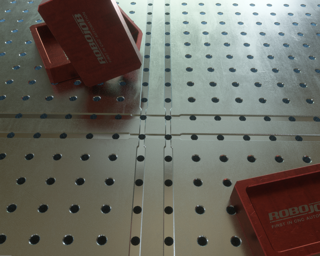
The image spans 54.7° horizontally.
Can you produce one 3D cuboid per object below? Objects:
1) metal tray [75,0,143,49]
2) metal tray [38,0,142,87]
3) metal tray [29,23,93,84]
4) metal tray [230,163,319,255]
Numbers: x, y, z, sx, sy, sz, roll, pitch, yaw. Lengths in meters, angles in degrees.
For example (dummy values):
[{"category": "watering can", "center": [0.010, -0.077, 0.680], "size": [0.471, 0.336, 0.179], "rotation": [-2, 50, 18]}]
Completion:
[{"category": "metal tray", "center": [-0.084, -0.161, 0.480], "size": [0.030, 0.130, 0.090], "rotation": [-25, 42, 31]}, {"category": "metal tray", "center": [-0.091, -0.129, 0.429], "size": [0.090, 0.130, 0.030], "rotation": [-19, 38, 10]}, {"category": "metal tray", "center": [-0.155, -0.135, 0.515], "size": [0.091, 0.030, 0.130], "rotation": [-20, 53, -17]}, {"category": "metal tray", "center": [0.153, 0.090, 0.330], "size": [0.131, 0.030, 0.090], "rotation": [-10, 51, -9]}]
